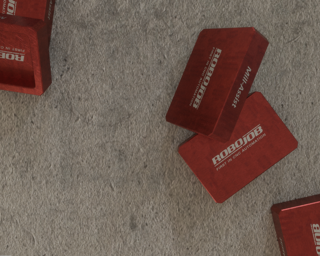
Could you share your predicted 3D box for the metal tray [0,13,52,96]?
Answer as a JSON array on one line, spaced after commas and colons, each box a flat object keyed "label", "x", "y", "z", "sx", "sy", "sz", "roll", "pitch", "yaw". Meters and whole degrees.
[{"label": "metal tray", "x": -0.206, "y": -0.094, "z": 0.381, "sx": 0.131, "sy": 0.030, "sz": 0.089, "roll": 9, "pitch": 127, "yaw": 0}]

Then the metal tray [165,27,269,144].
[{"label": "metal tray", "x": 0.065, "y": -0.055, "z": 0.377, "sx": 0.030, "sy": 0.090, "sz": 0.129, "roll": 22, "pitch": 90, "yaw": -37}]

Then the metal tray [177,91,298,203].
[{"label": "metal tray", "x": 0.100, "y": 0.025, "z": 0.408, "sx": 0.130, "sy": 0.030, "sz": 0.090, "roll": -36, "pitch": 90, "yaw": 0}]

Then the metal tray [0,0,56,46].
[{"label": "metal tray", "x": -0.188, "y": -0.172, "z": 0.406, "sx": 0.091, "sy": 0.030, "sz": 0.129, "roll": 8, "pitch": 90, "yaw": 0}]

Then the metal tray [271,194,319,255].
[{"label": "metal tray", "x": 0.208, "y": 0.159, "z": 0.409, "sx": 0.091, "sy": 0.030, "sz": 0.129, "roll": -13, "pitch": 90, "yaw": 0}]
